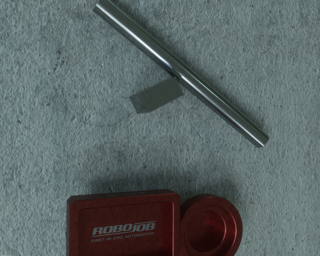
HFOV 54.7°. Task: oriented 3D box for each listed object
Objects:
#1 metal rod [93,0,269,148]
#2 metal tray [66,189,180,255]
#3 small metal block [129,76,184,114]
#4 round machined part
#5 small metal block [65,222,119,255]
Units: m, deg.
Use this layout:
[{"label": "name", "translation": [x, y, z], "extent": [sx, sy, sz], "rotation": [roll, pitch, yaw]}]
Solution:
[{"label": "metal rod", "translation": [0.040, -0.067, 0.424], "extent": [0.301, 0.025, 0.025], "rotation": [37, 78, -17]}, {"label": "metal tray", "translation": [-0.041, 0.123, 0.366], "extent": [0.131, 0.030, 0.089], "rotation": [1, 89, -23]}, {"label": "small metal block", "translation": [-0.006, -0.041, 0.395], "extent": [0.050, 0.050, 0.025], "rotation": [-28, 100, -18]}, {"label": "round machined part", "translation": [0.060, 0.138, 0.424], "extent": [0.099, 0.042, 0.097], "rotation": [0, 90, -21]}, {"label": "small metal block", "translation": [-0.083, 0.145, 0.379], "extent": [0.050, 0.025, 0.050], "rotation": [-19, 97, -19]}]
